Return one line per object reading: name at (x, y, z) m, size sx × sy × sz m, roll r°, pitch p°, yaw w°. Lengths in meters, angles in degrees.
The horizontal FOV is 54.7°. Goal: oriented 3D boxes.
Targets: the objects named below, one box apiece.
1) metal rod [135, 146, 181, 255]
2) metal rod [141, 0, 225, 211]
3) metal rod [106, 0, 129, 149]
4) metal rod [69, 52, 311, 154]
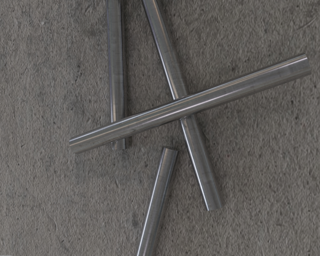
metal rod at (-0.020, 0.171, 0.416) m, size 0.025 × 0.025 × 0.298 m, roll 15°, pitch 95°, yaw 19°
metal rod at (0.026, -0.044, 0.399) m, size 0.025 × 0.025 × 0.299 m, roll -19°, pitch 84°, yaw 19°
metal rod at (-0.061, -0.120, 0.430) m, size 0.025 × 0.025 × 0.298 m, roll -3°, pitch 89°, yaw 20°
metal rod at (0.020, -0.022, 0.374) m, size 0.300 × 0.025 × 0.025 m, roll -19°, pitch 84°, yaw 18°
